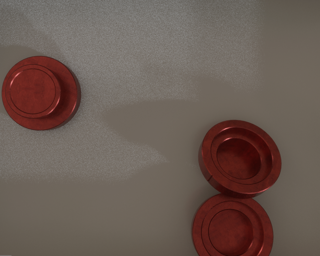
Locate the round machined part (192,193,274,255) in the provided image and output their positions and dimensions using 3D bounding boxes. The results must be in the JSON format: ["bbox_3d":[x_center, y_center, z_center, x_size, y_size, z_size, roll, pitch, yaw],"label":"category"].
[{"bbox_3d":[0.089,0.133,0.396,0.099,0.042,0.098,0,75,0],"label":"round machined part"}]

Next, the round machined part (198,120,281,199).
[{"bbox_3d":[0.096,0.042,0.390,0.099,0.042,0.098,4,60,-6],"label":"round machined part"}]

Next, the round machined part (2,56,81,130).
[{"bbox_3d":[-0.157,-0.045,0.402,0.099,0.042,0.097,0,90,0],"label":"round machined part"}]
